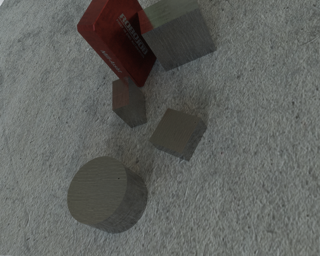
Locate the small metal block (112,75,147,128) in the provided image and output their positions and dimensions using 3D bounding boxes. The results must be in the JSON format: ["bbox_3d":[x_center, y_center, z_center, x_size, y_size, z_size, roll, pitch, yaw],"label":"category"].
[{"bbox_3d":[-0.042,-0.036,0.432,0.025,0.050,0.050,-18,55,18],"label":"small metal block"}]

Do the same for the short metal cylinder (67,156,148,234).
[{"bbox_3d":[-0.062,0.080,0.371,0.080,0.050,0.080,-13,56,21],"label":"short metal cylinder"}]

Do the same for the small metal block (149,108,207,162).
[{"bbox_3d":[0.023,0.008,0.387,0.050,0.025,0.050,19,72,35],"label":"small metal block"}]

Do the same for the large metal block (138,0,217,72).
[{"bbox_3d":[0.025,-0.137,0.439,0.080,0.080,0.050,-21,54,16],"label":"large metal block"}]

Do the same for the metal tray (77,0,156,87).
[{"bbox_3d":[-0.050,-0.130,0.443,0.030,0.130,0.090,10,67,32],"label":"metal tray"}]
